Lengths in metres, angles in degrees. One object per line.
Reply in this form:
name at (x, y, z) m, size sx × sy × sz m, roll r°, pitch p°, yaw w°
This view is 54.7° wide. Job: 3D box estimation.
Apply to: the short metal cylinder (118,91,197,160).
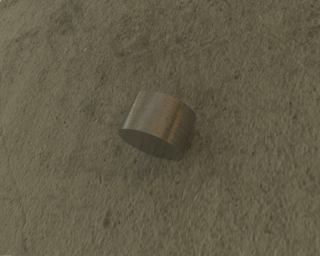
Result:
short metal cylinder at (-0.003, -0.001, 0.370) m, size 0.080 × 0.080 × 0.050 m, roll 9°, pitch 67°, yaw 32°
